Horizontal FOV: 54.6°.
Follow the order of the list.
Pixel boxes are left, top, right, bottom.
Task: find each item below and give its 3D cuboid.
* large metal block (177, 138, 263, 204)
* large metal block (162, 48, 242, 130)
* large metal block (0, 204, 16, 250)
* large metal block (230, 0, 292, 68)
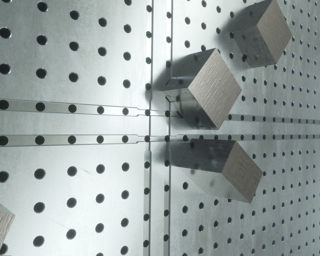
[{"bbox_3d":[0.086,0.060,0.444,0.080,0.080,0.050,44,63,-31],"label":"large metal block"},{"bbox_3d":[0.063,-0.054,0.444,0.080,0.050,0.080,50,61,-29],"label":"large metal block"},{"bbox_3d":[-0.178,0.093,0.244,0.080,0.050,0.080,30,71,-36],"label":"large metal block"},{"bbox_3d":[0.179,-0.164,0.541,0.080,0.050,0.080,50,61,-28],"label":"large metal block"}]
